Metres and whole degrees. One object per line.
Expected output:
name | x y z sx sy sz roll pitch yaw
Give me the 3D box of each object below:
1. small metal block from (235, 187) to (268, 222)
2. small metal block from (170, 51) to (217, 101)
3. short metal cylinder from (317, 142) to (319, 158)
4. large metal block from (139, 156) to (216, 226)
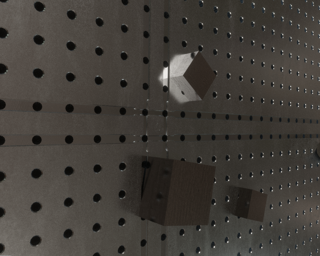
small metal block | 0.162 0.136 0.549 0.050 0.025 0.050 23 76 -38
small metal block | 0.050 -0.075 0.453 0.050 0.025 0.050 47 62 -30
short metal cylinder | 0.423 0.061 0.733 0.050 0.080 0.080 46 62 -31
large metal block | 0.025 0.085 0.416 0.081 0.050 0.080 14 81 -39
